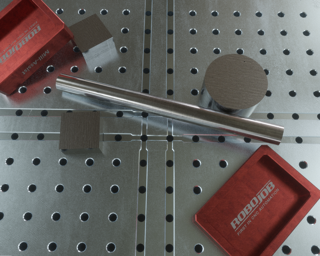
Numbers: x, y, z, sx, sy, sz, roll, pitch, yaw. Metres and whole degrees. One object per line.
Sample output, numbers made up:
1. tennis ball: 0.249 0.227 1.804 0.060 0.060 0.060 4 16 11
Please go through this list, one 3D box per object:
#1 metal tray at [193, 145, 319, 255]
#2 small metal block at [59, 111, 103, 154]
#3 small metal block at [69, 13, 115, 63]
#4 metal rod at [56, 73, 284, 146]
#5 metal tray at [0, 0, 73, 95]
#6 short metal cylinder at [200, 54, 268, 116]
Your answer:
1. metal tray: 0.116 0.095 0.374 0.130 0.030 0.090 -43 76 -14
2. small metal block: -0.103 0.007 0.408 0.050 0.025 0.050 -2 70 -1
3. small metal block: -0.103 -0.134 0.460 0.050 0.025 0.050 -32 73 -11
4. metal rod: 0.004 -0.027 0.407 0.301 0.025 0.025 14 71 11
5. metal tray: -0.201 -0.122 0.438 0.130 0.030 0.090 -43 75 -3
6. short metal cylinder: 0.097 -0.052 0.418 0.080 0.050 0.080 0 70 0
